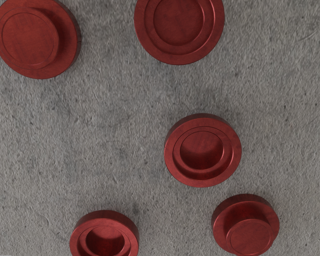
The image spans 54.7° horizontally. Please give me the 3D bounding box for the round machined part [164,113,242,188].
[{"bbox_3d":[0.054,0.026,0.411,0.099,0.042,0.097,0,110,0],"label":"round machined part"}]

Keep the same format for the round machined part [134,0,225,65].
[{"bbox_3d":[0.021,-0.124,0.355,0.099,0.042,0.097,0,110,0],"label":"round machined part"}]

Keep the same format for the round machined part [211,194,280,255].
[{"bbox_3d":[0.128,0.150,0.457,0.099,0.042,0.097,0,110,0],"label":"round machined part"}]

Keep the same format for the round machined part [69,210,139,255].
[{"bbox_3d":[-0.080,0.162,0.460,0.099,0.042,0.097,0,110,0],"label":"round machined part"}]

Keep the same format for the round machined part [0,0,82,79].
[{"bbox_3d":[-0.146,-0.105,0.361,0.099,0.042,0.097,0,110,0],"label":"round machined part"}]
